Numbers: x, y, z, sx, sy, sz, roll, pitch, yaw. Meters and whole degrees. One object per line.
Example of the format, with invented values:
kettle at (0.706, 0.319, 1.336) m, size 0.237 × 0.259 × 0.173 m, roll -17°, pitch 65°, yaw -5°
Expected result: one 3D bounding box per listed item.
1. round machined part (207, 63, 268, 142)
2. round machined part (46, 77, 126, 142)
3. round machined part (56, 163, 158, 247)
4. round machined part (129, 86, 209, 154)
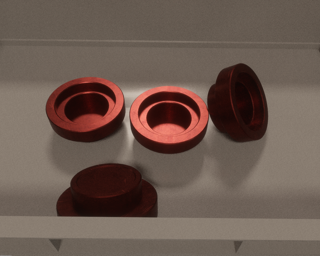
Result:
round machined part at (0.097, -0.030, 0.397) m, size 0.042 × 0.098 × 0.098 m, roll -13°, pitch 38°, yaw 41°
round machined part at (-0.095, -0.020, 0.409) m, size 0.099 × 0.042 × 0.098 m, roll 0°, pitch 50°, yaw 0°
round machined part at (-0.052, 0.068, 0.308) m, size 0.099 × 0.042 × 0.098 m, roll -1°, pitch 19°, yaw 0°
round machined part at (0.011, -0.006, 0.399) m, size 0.099 × 0.042 × 0.098 m, roll 0°, pitch 50°, yaw 0°
